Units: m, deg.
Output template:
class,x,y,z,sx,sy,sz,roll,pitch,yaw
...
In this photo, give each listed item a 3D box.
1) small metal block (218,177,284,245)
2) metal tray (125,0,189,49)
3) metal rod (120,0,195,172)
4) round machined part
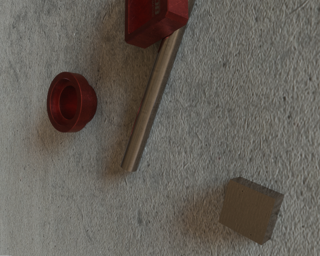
class,x,y,z,sx,sy,sz,roll,pitch,yaw
small metal block,0.095,0.085,0.327,0.050,0.025,0.050,21,103,38
metal tray,-0.007,-0.176,0.384,0.090,0.030,0.129,-13,74,51
metal rod,0.003,-0.079,0.402,0.025,0.025,0.298,31,109,36
round machined part,-0.141,-0.041,0.511,0.098,0.042,0.097,0,90,40
